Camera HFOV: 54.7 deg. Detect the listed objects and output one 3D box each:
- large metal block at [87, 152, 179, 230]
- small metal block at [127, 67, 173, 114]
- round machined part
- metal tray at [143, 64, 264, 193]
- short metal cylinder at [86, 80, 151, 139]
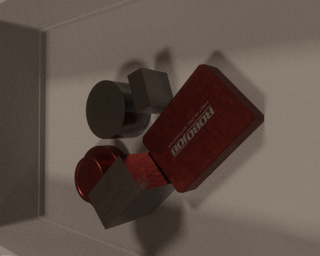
[{"bbox_3d":[-0.030,0.076,0.394,0.080,0.081,0.050,-51,61,28],"label":"large metal block"},{"bbox_3d":[-0.010,-0.046,0.397,0.025,0.050,0.050,-23,76,37],"label":"small metal block"},{"bbox_3d":[-0.092,0.076,0.469,0.098,0.042,0.097,0,90,39],"label":"round machined part"},{"bbox_3d":[0.044,0.002,0.366,0.129,0.030,0.090,-51,60,27],"label":"metal tray"},{"bbox_3d":[-0.059,-0.025,0.437,0.080,0.050,0.079,0,90,39],"label":"short metal cylinder"}]
